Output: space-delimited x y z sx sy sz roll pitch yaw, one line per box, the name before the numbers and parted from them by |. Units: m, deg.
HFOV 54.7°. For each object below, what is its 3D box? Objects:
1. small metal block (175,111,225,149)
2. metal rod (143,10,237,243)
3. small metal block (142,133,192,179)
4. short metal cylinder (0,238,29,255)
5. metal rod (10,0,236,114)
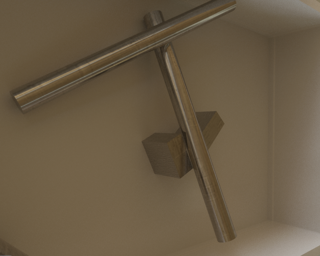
small metal block | 0.055 0.003 0.439 0.025 0.050 0.050 52 59 -28
metal rod | 0.037 -0.005 0.393 0.025 0.025 0.298 -16 86 -39
small metal block | 0.009 0.034 0.400 0.025 0.050 0.050 -33 111 -35
short metal cylinder | -0.150 0.128 0.246 0.050 0.080 0.080 51 60 -29
metal rod | -0.021 -0.097 0.358 0.302 0.025 0.025 -33 111 -25
